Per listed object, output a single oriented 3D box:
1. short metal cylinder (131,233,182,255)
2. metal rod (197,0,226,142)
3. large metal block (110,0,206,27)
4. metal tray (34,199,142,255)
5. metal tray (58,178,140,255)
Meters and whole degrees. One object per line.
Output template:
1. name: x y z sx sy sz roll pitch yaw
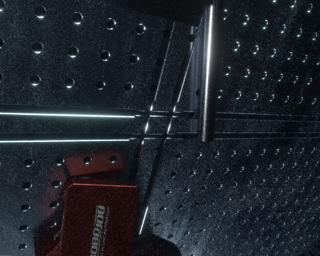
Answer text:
1. short metal cylinder: -0.011 0.218 0.505 0.080 0.080 0.050 -47 129 4
2. metal rod: 0.064 -0.112 0.376 0.025 0.025 0.298 -15 125 -20
3. large metal block: 0.005 -0.153 0.303 0.081 0.050 0.079 3 117 -30
4. metal tray: -0.102 0.158 0.450 0.130 0.030 0.090 -45 130 3
5. metal tray: -0.082 0.134 0.407 0.091 0.030 0.129 7 94 -21
